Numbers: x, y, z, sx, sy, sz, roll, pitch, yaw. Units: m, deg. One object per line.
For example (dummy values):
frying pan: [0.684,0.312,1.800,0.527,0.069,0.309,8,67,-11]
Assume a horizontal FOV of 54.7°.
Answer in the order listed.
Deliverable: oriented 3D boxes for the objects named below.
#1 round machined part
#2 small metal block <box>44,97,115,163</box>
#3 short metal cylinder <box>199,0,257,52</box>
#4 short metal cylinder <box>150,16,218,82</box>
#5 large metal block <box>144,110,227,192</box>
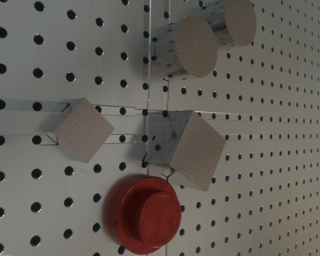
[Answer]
round machined part: [-0.011,0.110,0.391,0.099,0.042,0.097,0,90,-40]
small metal block: [-0.086,0.003,0.338,0.050,0.025,0.050,50,60,-29]
short metal cylinder: [0.107,-0.164,0.485,0.081,0.050,0.079,0,90,-40]
short metal cylinder: [0.033,-0.106,0.423,0.081,0.050,0.079,0,90,-40]
large metal block: [0.037,0.031,0.426,0.080,0.050,0.080,38,66,-34]
